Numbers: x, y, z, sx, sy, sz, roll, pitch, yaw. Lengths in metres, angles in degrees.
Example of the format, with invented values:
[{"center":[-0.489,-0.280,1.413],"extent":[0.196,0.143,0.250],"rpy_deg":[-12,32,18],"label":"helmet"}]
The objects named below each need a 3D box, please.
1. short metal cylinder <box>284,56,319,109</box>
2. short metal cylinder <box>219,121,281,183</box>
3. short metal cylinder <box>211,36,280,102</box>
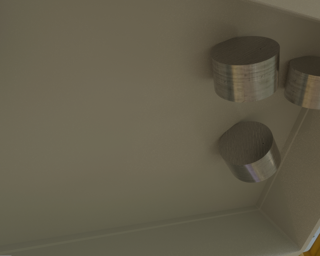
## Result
[{"center":[0.231,-0.069,0.460],"extent":[0.081,0.080,0.050],"rpy_deg":[-16,125,-20],"label":"short metal cylinder"},{"center":[0.137,0.036,0.473],"extent":[0.080,0.080,0.050],"rpy_deg":[-39,130,-2],"label":"short metal cylinder"},{"center":[0.106,-0.075,0.387],"extent":[0.081,0.080,0.050],"rpy_deg":[-24,128,-14],"label":"short metal cylinder"}]
